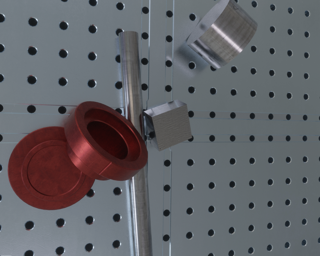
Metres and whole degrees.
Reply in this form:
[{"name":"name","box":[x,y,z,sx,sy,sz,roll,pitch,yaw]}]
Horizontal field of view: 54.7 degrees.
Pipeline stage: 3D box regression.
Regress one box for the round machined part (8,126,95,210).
[{"name":"round machined part","box":[-0.122,0.047,0.359,0.099,0.042,0.097,0,90,-20]}]

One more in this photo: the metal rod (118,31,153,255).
[{"name":"metal rod","box":[-0.031,0.028,0.401,0.025,0.025,0.298,-4,92,-20]}]

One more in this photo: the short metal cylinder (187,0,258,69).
[{"name":"short metal cylinder","box":[0.081,-0.126,0.413,0.050,0.080,0.080,37,78,-16]}]

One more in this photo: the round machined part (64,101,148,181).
[{"name":"round machined part","box":[-0.064,0.020,0.347,0.098,0.098,0.042,39,113,-16]}]

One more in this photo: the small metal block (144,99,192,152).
[{"name":"small metal block","box":[0.011,-0.004,0.408,0.050,0.025,0.050,-21,118,-20]}]
